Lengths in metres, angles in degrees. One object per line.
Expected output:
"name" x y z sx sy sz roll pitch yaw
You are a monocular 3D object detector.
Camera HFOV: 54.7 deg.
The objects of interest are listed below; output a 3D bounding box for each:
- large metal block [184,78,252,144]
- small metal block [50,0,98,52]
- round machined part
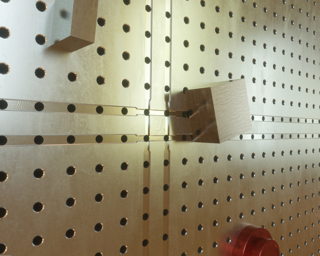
"large metal block" 0.090 -0.027 0.468 0.081 0.050 0.079 -19 102 -39
"small metal block" -0.088 -0.110 0.318 0.025 0.050 0.050 8 85 -40
"round machined part" 0.174 0.226 0.545 0.099 0.042 0.097 0 90 -40
